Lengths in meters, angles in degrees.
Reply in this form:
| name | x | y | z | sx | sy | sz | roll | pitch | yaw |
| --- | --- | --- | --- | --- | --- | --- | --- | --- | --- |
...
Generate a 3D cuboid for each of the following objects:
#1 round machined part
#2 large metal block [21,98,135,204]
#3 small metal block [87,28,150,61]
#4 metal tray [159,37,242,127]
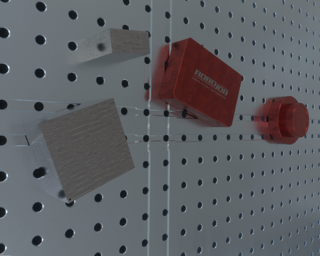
| name | x | y | z | sx | sy | sz | roll | pitch | yaw |
| --- | --- | --- | --- | --- | --- | --- | --- | --- | --- |
| round machined part | 0.262 | -0.015 | 0.619 | 0.099 | 0.042 | 0.097 | 0 | 90 | -40 |
| large metal block | -0.083 | 0.020 | 0.324 | 0.081 | 0.050 | 0.080 | -25 | 106 | -37 |
| small metal block | -0.047 | -0.093 | 0.353 | 0.050 | 0.050 | 0.025 | -10 | 96 | -40 |
| metal tray | 0.065 | -0.063 | 0.461 | 0.131 | 0.030 | 0.090 | 24 | 75 | -38 |
